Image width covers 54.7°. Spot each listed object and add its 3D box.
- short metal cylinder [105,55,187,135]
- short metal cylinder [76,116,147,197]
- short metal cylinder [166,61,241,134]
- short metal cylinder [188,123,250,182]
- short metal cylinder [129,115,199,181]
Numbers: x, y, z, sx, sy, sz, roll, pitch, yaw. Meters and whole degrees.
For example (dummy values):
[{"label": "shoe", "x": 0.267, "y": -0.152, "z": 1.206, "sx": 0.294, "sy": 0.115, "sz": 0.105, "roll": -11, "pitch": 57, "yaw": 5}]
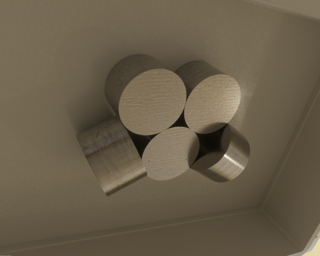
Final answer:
[{"label": "short metal cylinder", "x": -0.017, "y": -0.038, "z": 0.357, "sx": 0.081, "sy": 0.050, "sz": 0.079, "roll": -14, "pitch": 124, "yaw": -21}, {"label": "short metal cylinder", "x": -0.056, "y": 0.032, "z": 0.360, "sx": 0.050, "sy": 0.080, "sz": 0.080, "roll": -27, "pitch": 128, "yaw": -11}, {"label": "short metal cylinder", "x": 0.054, "y": -0.039, "z": 0.396, "sx": 0.081, "sy": 0.050, "sz": 0.079, "roll": -14, "pitch": 124, "yaw": -21}, {"label": "short metal cylinder", "x": 0.076, "y": 0.030, "z": 0.430, "sx": 0.050, "sy": 0.080, "sz": 0.080, "roll": 34, "pitch": 99, "yaw": -38}, {"label": "short metal cylinder", "x": 0.004, "y": 0.021, "z": 0.406, "sx": 0.081, "sy": 0.050, "sz": 0.079, "roll": -14, "pitch": 124, "yaw": -21}]
